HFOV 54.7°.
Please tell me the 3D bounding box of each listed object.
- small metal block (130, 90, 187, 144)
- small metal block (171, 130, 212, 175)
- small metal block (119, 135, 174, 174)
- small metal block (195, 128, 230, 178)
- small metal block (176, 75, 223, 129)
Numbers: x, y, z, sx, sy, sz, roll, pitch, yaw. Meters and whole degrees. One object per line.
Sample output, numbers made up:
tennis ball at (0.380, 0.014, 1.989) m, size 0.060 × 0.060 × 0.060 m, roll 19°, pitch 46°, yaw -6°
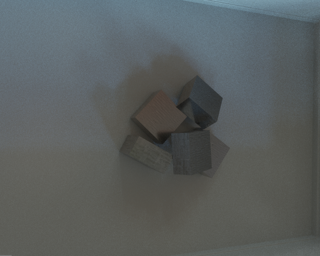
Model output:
small metal block at (-0.002, -0.014, 0.408) m, size 0.050 × 0.025 × 0.050 m, roll 45°, pitch 76°, yaw -15°
small metal block at (0.040, 0.029, 0.386) m, size 0.050 × 0.025 × 0.050 m, roll -5°, pitch 92°, yaw -52°
small metal block at (-0.018, 0.032, 0.389) m, size 0.050 × 0.050 × 0.025 m, roll 31°, pitch 80°, yaw -18°
small metal block at (0.061, 0.034, 0.432) m, size 0.050 × 0.025 × 0.050 m, roll 37°, pitch 78°, yaw -17°
small metal block at (0.055, -0.035, 0.418) m, size 0.050 × 0.025 × 0.050 m, roll 39°, pitch 45°, yaw -17°
